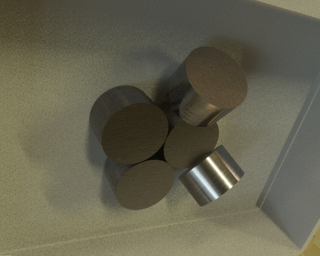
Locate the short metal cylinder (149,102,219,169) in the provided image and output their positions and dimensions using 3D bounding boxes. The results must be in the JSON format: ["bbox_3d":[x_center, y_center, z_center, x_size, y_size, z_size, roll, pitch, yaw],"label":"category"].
[{"bbox_3d":[0.031,0.007,0.413,0.081,0.050,0.079,-14,125,-21],"label":"short metal cylinder"}]

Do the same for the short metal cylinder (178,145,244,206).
[{"bbox_3d":[0.074,0.068,0.448,0.080,0.050,0.080,-37,174,-4],"label":"short metal cylinder"}]

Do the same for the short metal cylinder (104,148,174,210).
[{"bbox_3d":[-0.028,0.062,0.414,0.081,0.050,0.079,-14,125,-21],"label":"short metal cylinder"}]

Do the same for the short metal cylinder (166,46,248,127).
[{"bbox_3d":[0.054,-0.048,0.363,0.081,0.080,0.050,-3,158,-27],"label":"short metal cylinder"}]

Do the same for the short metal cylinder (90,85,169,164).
[{"bbox_3d":[-0.037,-0.004,0.368,0.081,0.050,0.079,-14,125,-21],"label":"short metal cylinder"}]
